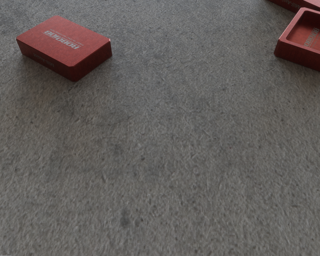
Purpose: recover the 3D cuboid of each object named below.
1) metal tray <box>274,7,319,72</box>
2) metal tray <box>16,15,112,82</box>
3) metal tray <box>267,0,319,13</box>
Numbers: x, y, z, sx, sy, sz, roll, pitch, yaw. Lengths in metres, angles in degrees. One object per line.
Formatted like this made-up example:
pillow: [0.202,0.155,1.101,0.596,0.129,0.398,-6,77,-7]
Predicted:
metal tray: [0.264,-0.155,0.533,0.090,0.030,0.131,27,55,20]
metal tray: [-0.157,-0.135,0.511,0.130,0.030,0.090,29,55,22]
metal tray: [0.290,-0.270,0.631,0.091,0.030,0.130,-33,58,-25]
